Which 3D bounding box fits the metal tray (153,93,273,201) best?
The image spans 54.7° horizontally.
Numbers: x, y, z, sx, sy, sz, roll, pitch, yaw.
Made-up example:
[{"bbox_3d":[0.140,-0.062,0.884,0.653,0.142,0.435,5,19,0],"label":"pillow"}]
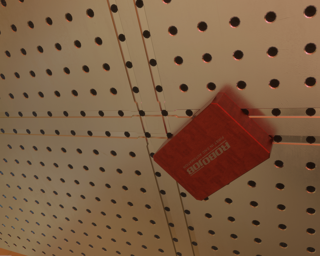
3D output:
[{"bbox_3d":[0.062,0.029,0.392,0.090,0.030,0.129,43,129,-2],"label":"metal tray"}]
